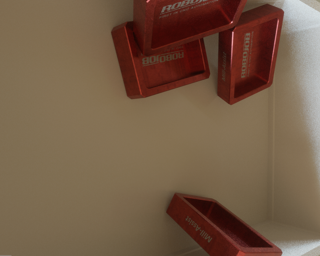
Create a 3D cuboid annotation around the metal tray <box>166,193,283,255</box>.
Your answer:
[{"bbox_3d":[0.080,0.134,0.406,0.091,0.130,0.030,18,99,-39],"label":"metal tray"}]

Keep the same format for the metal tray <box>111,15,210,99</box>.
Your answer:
[{"bbox_3d":[0.007,-0.097,0.410,0.131,0.030,0.089,-22,104,-38],"label":"metal tray"}]

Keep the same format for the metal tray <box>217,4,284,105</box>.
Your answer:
[{"bbox_3d":[0.132,-0.107,0.463,0.091,0.030,0.129,-25,135,-18],"label":"metal tray"}]

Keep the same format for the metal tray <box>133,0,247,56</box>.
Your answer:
[{"bbox_3d":[0.036,-0.136,0.344,0.131,0.090,0.030,-22,70,-15],"label":"metal tray"}]
